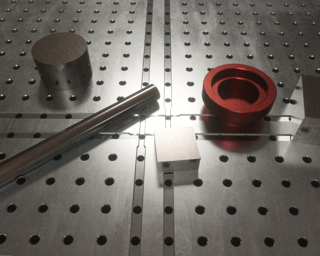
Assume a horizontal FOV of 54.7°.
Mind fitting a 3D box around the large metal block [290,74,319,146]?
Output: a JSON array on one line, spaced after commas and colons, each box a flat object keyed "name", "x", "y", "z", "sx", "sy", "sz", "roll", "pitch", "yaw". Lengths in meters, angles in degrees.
[{"name": "large metal block", "x": 0.223, "y": -0.021, "z": 0.412, "sx": 0.080, "sy": 0.050, "sz": 0.080, "roll": 11, "pitch": 51, "yaw": 8}]

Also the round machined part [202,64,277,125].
[{"name": "round machined part", "x": 0.108, "y": -0.043, "z": 0.434, "sx": 0.099, "sy": 0.042, "sz": 0.098, "roll": 0, "pitch": 50, "yaw": 0}]

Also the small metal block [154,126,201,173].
[{"name": "small metal block", "x": 0.020, "y": 0.026, "z": 0.386, "sx": 0.050, "sy": 0.025, "sz": 0.050, "roll": -4, "pitch": 50, "yaw": -4}]

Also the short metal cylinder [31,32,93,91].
[{"name": "short metal cylinder", "x": -0.148, "y": -0.103, "z": 0.476, "sx": 0.081, "sy": 0.050, "sz": 0.080, "roll": 0, "pitch": 50, "yaw": 0}]

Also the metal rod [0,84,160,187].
[{"name": "metal rod", "x": -0.125, "y": 0.018, "z": 0.390, "sx": 0.302, "sy": 0.025, "sz": 0.025, "roll": -31, "pitch": 57, "yaw": -24}]
